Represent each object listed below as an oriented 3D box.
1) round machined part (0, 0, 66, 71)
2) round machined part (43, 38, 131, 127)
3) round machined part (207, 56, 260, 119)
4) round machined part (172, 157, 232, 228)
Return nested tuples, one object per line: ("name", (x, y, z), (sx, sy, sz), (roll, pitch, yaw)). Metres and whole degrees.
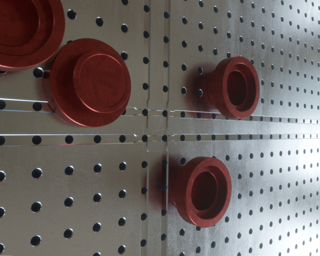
("round machined part", (-0.141, -0.100, 0.280), (0.099, 0.042, 0.097), (0, 90, -40))
("round machined part", (-0.071, -0.049, 0.340), (0.099, 0.042, 0.097), (0, 90, -40))
("round machined part", (0.114, -0.063, 0.497), (0.099, 0.042, 0.097), (0, 90, -40))
("round machined part", (0.057, 0.090, 0.448), (0.099, 0.042, 0.097), (0, 90, -40))
